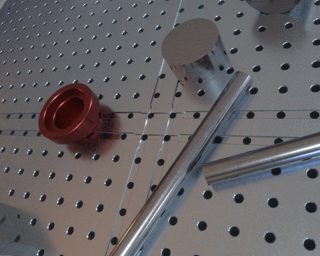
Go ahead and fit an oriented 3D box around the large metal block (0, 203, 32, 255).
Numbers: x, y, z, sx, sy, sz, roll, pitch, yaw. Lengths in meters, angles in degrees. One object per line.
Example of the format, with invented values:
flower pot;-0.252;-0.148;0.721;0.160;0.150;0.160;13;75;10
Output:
large metal block;-0.234;0.157;0.419;0.080;0.050;0.080;-46;51;-4

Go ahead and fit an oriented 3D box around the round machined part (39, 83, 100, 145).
round machined part;-0.134;-0.018;0.479;0.098;0.042;0.098;-13;56;21

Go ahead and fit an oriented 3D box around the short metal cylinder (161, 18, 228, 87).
short metal cylinder;0.049;-0.104;0.431;0.080;0.050;0.080;-13;56;21

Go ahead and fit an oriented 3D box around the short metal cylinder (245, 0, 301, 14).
short metal cylinder;0.156;-0.202;0.415;0.080;0.080;0.050;11;68;33

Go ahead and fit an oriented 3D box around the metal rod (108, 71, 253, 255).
metal rod;0.020;0.056;0.363;0.025;0.025;0.300;28;76;37

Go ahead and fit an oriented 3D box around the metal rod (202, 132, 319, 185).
metal rod;0.189;0.008;0.304;0.301;0.025;0.025;-18;55;17
